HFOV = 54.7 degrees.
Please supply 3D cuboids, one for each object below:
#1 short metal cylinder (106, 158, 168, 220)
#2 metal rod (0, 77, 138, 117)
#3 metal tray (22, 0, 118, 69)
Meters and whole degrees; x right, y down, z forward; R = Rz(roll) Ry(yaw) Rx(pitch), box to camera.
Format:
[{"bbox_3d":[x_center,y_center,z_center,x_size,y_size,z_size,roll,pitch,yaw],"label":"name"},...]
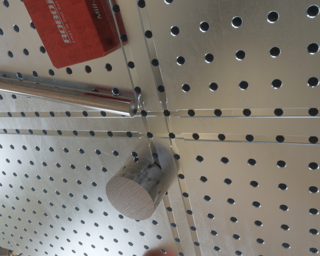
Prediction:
[{"bbox_3d":[-0.034,0.092,0.470,0.080,0.050,0.079,13,124,21],"label":"short metal cylinder"},{"bbox_3d":[-0.172,-0.054,0.468,0.301,0.025,0.025,11,123,22],"label":"metal rod"},{"bbox_3d":[-0.117,-0.145,0.380,0.090,0.030,0.129,-6,116,31],"label":"metal tray"}]
